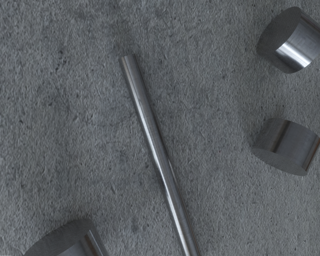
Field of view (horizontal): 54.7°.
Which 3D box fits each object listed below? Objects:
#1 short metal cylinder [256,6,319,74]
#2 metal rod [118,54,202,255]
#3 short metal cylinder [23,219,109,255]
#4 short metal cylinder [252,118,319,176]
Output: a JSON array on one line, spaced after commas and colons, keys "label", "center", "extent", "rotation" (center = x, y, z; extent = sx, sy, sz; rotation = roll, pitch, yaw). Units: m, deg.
[{"label": "short metal cylinder", "center": [0.188, -0.126, 0.449], "extent": [0.050, 0.080, 0.080], "rotation": [29, 81, -18]}, {"label": "metal rod", "center": [0.004, 0.051, 0.410], "extent": [0.025, 0.025, 0.298], "rotation": [-20, 97, -19]}, {"label": "short metal cylinder", "center": [-0.101, 0.145, 0.343], "extent": [0.081, 0.080, 0.050], "rotation": [-26, 99, -18]}, {"label": "short metal cylinder", "center": [0.181, 0.028, 0.447], "extent": [0.080, 0.080, 0.050], "rotation": [33, 80, -17]}]
